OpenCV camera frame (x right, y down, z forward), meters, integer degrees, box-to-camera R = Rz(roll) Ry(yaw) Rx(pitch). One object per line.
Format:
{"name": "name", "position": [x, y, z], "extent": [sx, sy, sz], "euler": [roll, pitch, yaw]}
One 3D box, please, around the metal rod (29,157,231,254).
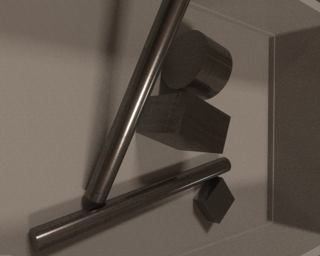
{"name": "metal rod", "position": [-0.010, 0.085, 0.400], "extent": [0.302, 0.025, 0.025], "euler": [-13, 99, -39]}

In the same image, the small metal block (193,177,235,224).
{"name": "small metal block", "position": [0.085, 0.111, 0.481], "extent": [0.050, 0.025, 0.050], "euler": [-47, 118, -30]}

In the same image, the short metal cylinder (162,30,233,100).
{"name": "short metal cylinder", "position": [0.048, -0.082, 0.413], "extent": [0.050, 0.080, 0.080], "euler": [18, 79, -39]}

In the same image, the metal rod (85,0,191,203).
{"name": "metal rod", "position": [-0.014, -0.056, 0.318], "extent": [0.025, 0.025, 0.298], "euler": [13, 106, -40]}

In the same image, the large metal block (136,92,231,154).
{"name": "large metal block", "position": [0.030, -0.005, 0.398], "extent": [0.080, 0.080, 0.050], "euler": [25, 75, -38]}
